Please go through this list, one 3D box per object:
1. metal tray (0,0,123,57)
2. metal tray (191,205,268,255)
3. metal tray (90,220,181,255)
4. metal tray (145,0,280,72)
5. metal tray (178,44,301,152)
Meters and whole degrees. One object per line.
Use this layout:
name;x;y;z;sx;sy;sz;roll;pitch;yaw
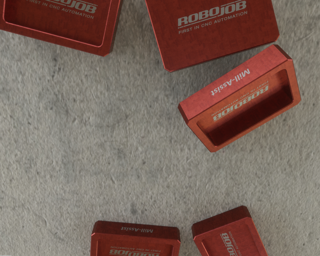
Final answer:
metal tray;-0.112;-0.142;0.352;0.131;0.030;0.089;14;109;-6
metal tray;0.115;0.192;0.479;0.090;0.030;0.129;-24;109;8
metal tray;-0.039;0.194;0.477;0.131;0.030;0.089;6;110;-3
metal tray;0.058;-0.124;0.352;0.131;0.030;0.089;-16;97;5
metal tray;0.098;-0.030;0.373;0.130;0.030;0.090;-32;141;11
